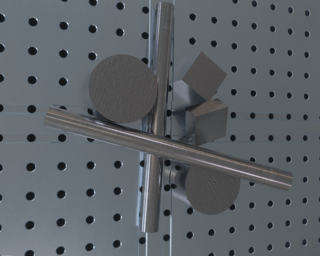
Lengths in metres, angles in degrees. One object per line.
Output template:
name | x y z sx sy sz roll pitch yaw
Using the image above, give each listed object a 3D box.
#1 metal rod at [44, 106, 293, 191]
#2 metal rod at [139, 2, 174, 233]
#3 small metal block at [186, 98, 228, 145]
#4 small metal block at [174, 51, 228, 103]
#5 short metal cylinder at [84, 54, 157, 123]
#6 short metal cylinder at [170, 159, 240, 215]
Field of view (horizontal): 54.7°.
metal rod | 0.014 0.026 0.375 0.302 0.025 0.025 16 85 -4
metal rod | -0.004 -0.015 0.411 0.025 0.025 0.298 5 89 -20
small metal block | 0.063 -0.007 0.424 0.050 0.025 0.050 -18 128 -19
small metal block | 0.057 -0.070 0.434 0.050 0.025 0.050 38 78 -16
short metal cylinder | -0.050 -0.045 0.381 0.081 0.050 0.079 0 90 -20
short metal cylinder | 0.061 0.072 0.422 0.081 0.050 0.079 0 90 -20
